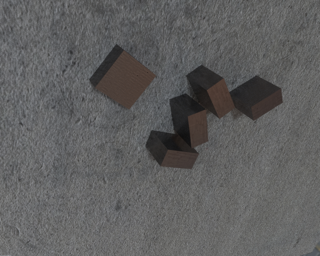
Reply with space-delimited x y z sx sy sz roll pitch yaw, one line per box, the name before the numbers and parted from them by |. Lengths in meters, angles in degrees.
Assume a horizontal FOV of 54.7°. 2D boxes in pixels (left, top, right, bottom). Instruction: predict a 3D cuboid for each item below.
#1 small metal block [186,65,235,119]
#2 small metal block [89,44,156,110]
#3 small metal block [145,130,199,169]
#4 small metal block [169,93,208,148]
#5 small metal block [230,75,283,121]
small metal block | 0.065 -0.047 0.397 0.025 0.050 0.050 -36 129 -4
small metal block | -0.042 -0.057 0.349 0.050 0.025 0.050 33 100 -38
small metal block | 0.016 0.029 0.417 0.050 0.050 0.025 10 113 -33
small metal block | 0.038 -0.010 0.405 0.025 0.050 0.050 -22 127 -15
small metal block | 0.135 -0.043 0.437 0.050 0.050 0.025 -31 129 -8
